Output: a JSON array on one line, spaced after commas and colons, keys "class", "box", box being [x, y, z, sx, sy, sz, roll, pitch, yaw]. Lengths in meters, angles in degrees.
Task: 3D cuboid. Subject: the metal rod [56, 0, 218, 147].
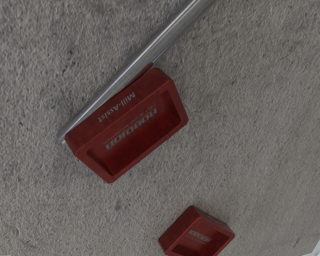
[{"class": "metal rod", "box": [-0.004, -0.091, 0.348, 0.300, 0.025, 0.025, -45, 129, 3]}]

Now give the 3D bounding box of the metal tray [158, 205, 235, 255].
[{"class": "metal tray", "box": [0.070, 0.201, 0.566, 0.090, 0.030, 0.130, -49, 129, 6]}]

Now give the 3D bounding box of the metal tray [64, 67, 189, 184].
[{"class": "metal tray", "box": [-0.033, 0.000, 0.366, 0.130, 0.030, 0.090, -38, 145, -7]}]
